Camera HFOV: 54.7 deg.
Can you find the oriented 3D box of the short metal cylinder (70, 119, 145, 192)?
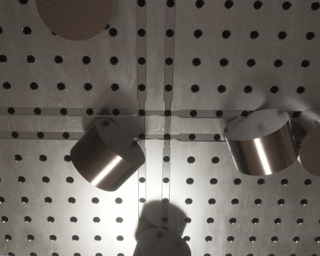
[{"bbox_3d":[-0.066,0.034,0.396,0.080,0.080,0.050,40,105,-14],"label":"short metal cylinder"}]

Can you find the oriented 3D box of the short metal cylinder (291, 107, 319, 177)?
[{"bbox_3d":[0.214,0.018,0.410,0.081,0.050,0.079,0,110,-1],"label":"short metal cylinder"}]

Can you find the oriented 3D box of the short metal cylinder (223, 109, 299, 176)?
[{"bbox_3d":[0.127,0.016,0.392,0.080,0.080,0.050,-21,109,7],"label":"short metal cylinder"}]

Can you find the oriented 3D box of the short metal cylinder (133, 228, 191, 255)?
[{"bbox_3d":[0.000,0.194,0.456,0.080,0.080,0.050,15,109,-6],"label":"short metal cylinder"}]

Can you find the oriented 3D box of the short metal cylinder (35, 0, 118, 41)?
[{"bbox_3d":[-0.090,-0.141,0.347,0.081,0.050,0.079,0,110,-1],"label":"short metal cylinder"}]
